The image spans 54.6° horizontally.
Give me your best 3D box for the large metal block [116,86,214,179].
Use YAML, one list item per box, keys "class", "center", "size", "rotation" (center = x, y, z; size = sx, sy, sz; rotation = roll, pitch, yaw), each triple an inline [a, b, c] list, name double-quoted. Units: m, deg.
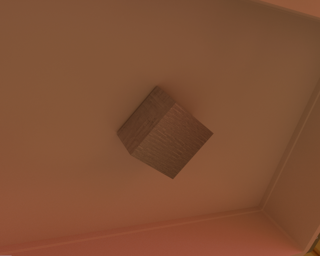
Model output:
- class: "large metal block"
  center: [0.007, 0.007, 0.396]
  size: [0.080, 0.050, 0.080]
  rotation: [-49, 129, 6]
